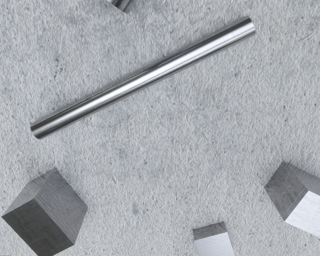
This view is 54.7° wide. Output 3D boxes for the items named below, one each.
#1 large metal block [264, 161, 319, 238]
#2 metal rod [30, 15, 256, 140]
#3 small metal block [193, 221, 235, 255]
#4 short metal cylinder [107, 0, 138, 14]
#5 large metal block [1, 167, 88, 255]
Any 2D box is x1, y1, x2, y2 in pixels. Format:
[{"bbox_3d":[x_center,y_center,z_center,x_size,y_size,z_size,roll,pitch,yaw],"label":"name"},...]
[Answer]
[{"bbox_3d":[0.201,0.098,0.419,0.080,0.080,0.050,25,108,-9],"label":"large metal block"},{"bbox_3d":[-0.028,-0.059,0.387,0.301,0.025,0.025,-25,108,8],"label":"metal rod"},{"bbox_3d":[0.083,0.177,0.476,0.050,0.025,0.050,-17,109,6],"label":"small metal block"},{"bbox_3d":[-0.051,-0.164,0.319,0.080,0.080,0.050,36,106,-12],"label":"short metal cylinder"},{"bbox_3d":[-0.150,0.114,0.421,0.050,0.080,0.080,-29,108,10],"label":"large metal block"}]
